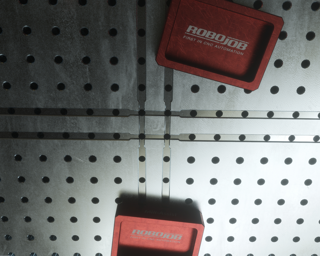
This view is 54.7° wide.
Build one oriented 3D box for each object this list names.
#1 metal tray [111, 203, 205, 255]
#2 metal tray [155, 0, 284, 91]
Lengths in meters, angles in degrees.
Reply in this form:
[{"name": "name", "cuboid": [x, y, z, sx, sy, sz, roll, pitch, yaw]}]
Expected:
[{"name": "metal tray", "cuboid": [-0.005, 0.167, 0.472, 0.131, 0.030, 0.089, 7, 110, -3]}, {"name": "metal tray", "cuboid": [0.068, -0.105, 0.372, 0.131, 0.030, 0.089, 14, 109, -6]}]
